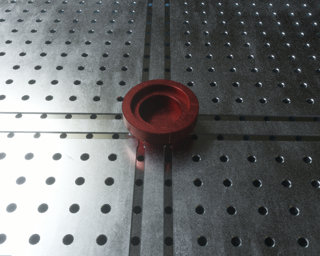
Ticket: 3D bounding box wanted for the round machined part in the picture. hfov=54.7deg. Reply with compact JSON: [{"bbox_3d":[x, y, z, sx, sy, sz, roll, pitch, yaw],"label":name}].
[{"bbox_3d":[0.001,-0.017,0.411,0.099,0.042,0.098,0,50,0],"label":"round machined part"}]
